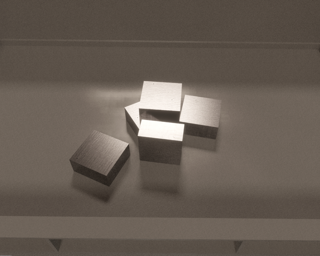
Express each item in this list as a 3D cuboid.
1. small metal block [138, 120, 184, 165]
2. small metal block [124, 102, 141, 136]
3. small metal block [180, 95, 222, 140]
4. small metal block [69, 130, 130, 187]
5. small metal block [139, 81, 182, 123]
[{"bbox_3d":[0.002,0.018,0.374,0.050,0.050,0.025,6,51,5],"label":"small metal block"},{"bbox_3d":[-0.013,-0.012,0.415,0.050,0.025,0.050,-23,54,-19],"label":"small metal block"},{"bbox_3d":[0.054,-0.015,0.419,0.050,0.025,0.050,9,51,7],"label":"small metal block"},{"bbox_3d":[-0.071,0.036,0.374,0.050,0.025,0.050,21,53,16],"label":"small metal block"},{"bbox_3d":[0.002,-0.033,0.401,0.050,0.025,0.050,4,50,3],"label":"small metal block"}]
